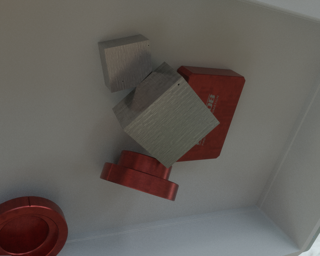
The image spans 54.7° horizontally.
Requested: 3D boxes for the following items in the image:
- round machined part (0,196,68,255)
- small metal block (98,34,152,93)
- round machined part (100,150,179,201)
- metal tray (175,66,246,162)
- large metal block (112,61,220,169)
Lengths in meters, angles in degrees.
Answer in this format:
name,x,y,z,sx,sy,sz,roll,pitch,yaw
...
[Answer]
name,x,y,z,sx,sy,sz,roll,pitch,yaw
round machined part,-0.167,0.125,0.380,0.099,0.042,0.097,-12,117,-23
small metal block,-0.037,-0.072,0.345,0.050,0.025,0.050,-17,126,-19
round machined part,-0.023,0.058,0.395,0.098,0.098,0.042,27,75,-38
metal tray,0.056,-0.017,0.428,0.091,0.030,0.129,-2,119,-28
large metal block,0.007,-0.014,0.353,0.080,0.050,0.080,-42,126,4
